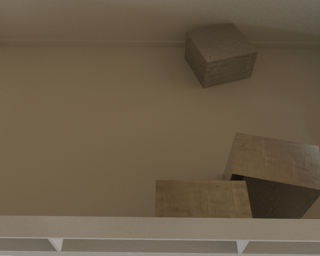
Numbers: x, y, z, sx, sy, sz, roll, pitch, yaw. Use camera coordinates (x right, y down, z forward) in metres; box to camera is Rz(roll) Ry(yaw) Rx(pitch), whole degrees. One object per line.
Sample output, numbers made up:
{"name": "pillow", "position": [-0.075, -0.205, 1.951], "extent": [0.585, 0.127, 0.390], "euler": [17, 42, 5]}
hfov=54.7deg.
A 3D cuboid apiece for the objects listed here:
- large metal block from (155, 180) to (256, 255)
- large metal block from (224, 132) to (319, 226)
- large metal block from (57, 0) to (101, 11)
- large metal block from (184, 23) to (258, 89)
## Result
{"name": "large metal block", "position": [0.036, 0.091, 0.293], "extent": [0.080, 0.080, 0.050], "euler": [0, 50, 0]}
{"name": "large metal block", "position": [0.111, 0.055, 0.324], "extent": [0.080, 0.080, 0.050], "euler": [10, 51, 8]}
{"name": "large metal block", "position": [-0.165, -0.285, 0.610], "extent": [0.081, 0.080, 0.050], "euler": [-9, 51, -7]}
{"name": "large metal block", "position": [0.092, -0.115, 0.486], "extent": [0.081, 0.050, 0.080], "euler": [-14, 52, -12]}
